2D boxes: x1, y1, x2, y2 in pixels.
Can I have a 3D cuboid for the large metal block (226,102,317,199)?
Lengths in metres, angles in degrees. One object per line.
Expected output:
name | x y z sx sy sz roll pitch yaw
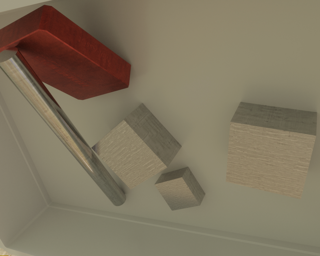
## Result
large metal block | 0.121 0.023 0.342 0.080 0.050 0.079 10 123 22

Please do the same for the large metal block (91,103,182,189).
large metal block | -0.032 0.026 0.424 0.080 0.050 0.080 48 128 -6

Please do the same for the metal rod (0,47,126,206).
metal rod | -0.110 0.024 0.412 0.025 0.025 0.299 5 142 25

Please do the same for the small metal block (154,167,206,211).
small metal block | 0.029 0.088 0.447 0.050 0.025 0.050 -22 107 36

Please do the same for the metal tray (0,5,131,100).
metal tray | -0.108 -0.078 0.361 0.090 0.030 0.130 -10 156 32
